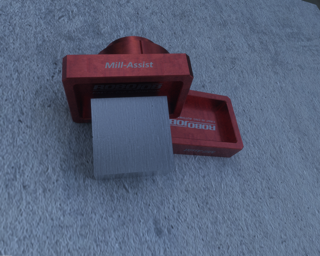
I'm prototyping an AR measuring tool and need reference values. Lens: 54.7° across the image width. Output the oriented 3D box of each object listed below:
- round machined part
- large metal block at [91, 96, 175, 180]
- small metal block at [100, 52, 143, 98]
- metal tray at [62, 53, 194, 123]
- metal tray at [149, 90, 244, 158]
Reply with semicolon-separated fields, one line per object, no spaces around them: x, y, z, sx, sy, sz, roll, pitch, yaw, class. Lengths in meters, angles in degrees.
-0.032;-0.071;0.372;0.099;0.097;0.042;6;59;-26;round machined part
-0.032;0.012;0.342;0.081;0.050;0.080;-3;75;-10;large metal block
-0.053;-0.071;0.422;0.050;0.025;0.050;6;59;-25;small metal block
-0.036;-0.042;0.349;0.131;0.090;0.030;-3;63;-9;metal tray
0.048;-0.008;0.435;0.131;0.030;0.090;6;59;-25;metal tray
